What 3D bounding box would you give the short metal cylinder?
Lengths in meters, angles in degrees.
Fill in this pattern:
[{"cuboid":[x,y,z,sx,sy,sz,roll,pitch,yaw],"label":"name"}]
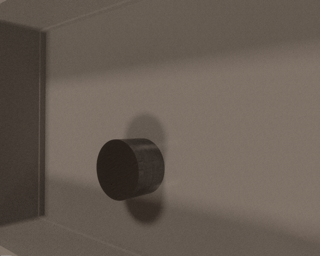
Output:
[{"cuboid":[-0.041,0.054,0.422,0.080,0.050,0.079,0,90,39],"label":"short metal cylinder"}]
